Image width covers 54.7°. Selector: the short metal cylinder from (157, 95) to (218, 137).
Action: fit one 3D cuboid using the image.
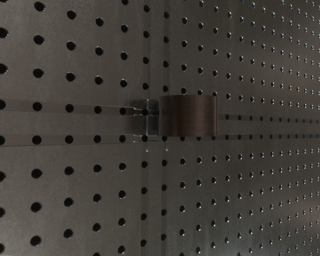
[{"bbox_3d":[0.036,-0.015,0.406,0.081,0.080,0.050,0,91,-40],"label":"short metal cylinder"}]
